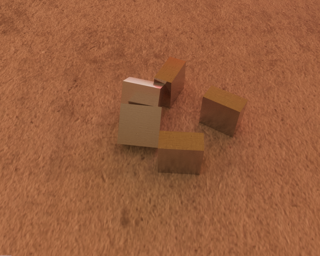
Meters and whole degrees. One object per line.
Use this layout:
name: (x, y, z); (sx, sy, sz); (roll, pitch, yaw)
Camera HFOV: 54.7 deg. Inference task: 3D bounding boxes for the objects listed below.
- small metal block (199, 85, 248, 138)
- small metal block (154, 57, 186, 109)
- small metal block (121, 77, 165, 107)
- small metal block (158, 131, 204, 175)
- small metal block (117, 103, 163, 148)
small metal block: (0.082, -0.021, 0.406); (0.050, 0.050, 0.025); (26, 55, 20)
small metal block: (0.014, -0.064, 0.441); (0.025, 0.050, 0.050); (20, 53, 16)
small metal block: (-0.024, -0.037, 0.414); (0.050, 0.050, 0.025); (13, 24, 10)
small metal block: (0.023, 0.030, 0.362); (0.050, 0.050, 0.025); (3, 50, 2)
small metal block: (-0.024, -0.004, 0.388); (0.050, 0.025, 0.050); (6, 93, 4)
